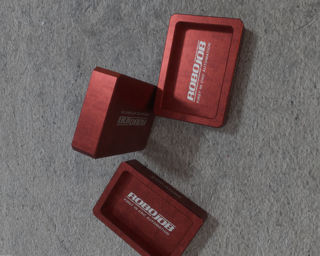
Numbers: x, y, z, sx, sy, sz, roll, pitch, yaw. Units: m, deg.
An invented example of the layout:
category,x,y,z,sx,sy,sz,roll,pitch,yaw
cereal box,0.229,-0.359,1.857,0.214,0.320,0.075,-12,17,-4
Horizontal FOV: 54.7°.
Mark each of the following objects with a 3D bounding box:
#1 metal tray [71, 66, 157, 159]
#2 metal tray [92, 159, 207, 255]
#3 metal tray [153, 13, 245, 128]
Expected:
category,x,y,z,sx,sy,sz,roll,pitch,yaw
metal tray,-0.044,-0.016,0.368,0.030,0.130,0.089,20,97,19
metal tray,-0.016,0.114,0.411,0.130,0.030,0.090,35,101,16
metal tray,0.048,-0.071,0.389,0.090,0.030,0.129,12,94,19
